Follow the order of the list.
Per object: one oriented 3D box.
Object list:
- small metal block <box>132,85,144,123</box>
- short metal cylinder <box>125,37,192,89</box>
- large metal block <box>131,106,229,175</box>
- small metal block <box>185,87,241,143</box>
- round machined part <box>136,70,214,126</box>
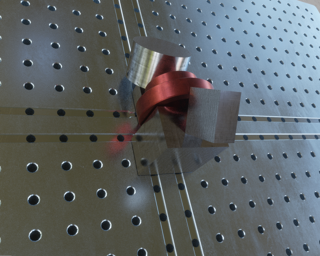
[{"bbox_3d":[-0.006,-0.034,0.426,0.050,0.025,0.050,1,61,-28],"label":"small metal block"},{"bbox_3d":[-0.003,-0.088,0.424,0.081,0.050,0.080,14,27,-7],"label":"short metal cylinder"},{"bbox_3d":[0.021,0.017,0.374,0.081,0.080,0.050,1,62,-28],"label":"large metal block"},{"bbox_3d":[0.052,-0.014,0.314,0.025,0.050,0.050,2,99,-29],"label":"small metal block"},{"bbox_3d":[0.019,-0.034,0.380,0.099,0.097,0.042,1,62,-28],"label":"round machined part"}]
